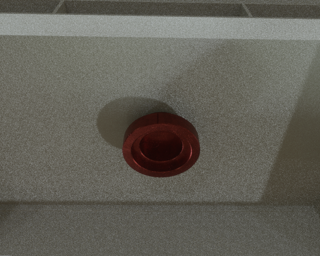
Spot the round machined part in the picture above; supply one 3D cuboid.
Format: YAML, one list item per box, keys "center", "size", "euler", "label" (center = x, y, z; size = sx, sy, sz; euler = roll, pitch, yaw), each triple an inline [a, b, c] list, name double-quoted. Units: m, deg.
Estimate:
- center: [0.002, 0.017, 0.408]
  size: [0.099, 0.042, 0.097]
  euler: [-1, 130, 0]
  label: "round machined part"
